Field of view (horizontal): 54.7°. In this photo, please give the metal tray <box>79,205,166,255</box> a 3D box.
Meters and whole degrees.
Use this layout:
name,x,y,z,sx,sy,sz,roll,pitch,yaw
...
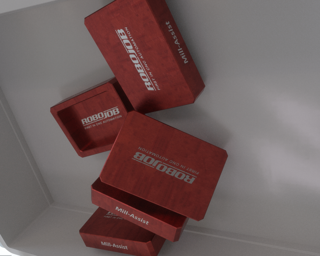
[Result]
name,x,y,z,sx,sy,sz,roll,pitch,yaw
metal tray,-0.048,0.148,0.483,0.130,0.090,0.030,-3,117,30

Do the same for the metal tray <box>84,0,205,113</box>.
name,x,y,z,sx,sy,sz,roll,pitch,yaw
metal tray,-0.016,-0.082,0.349,0.090,0.030,0.130,-10,119,40

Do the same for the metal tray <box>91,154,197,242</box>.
name,x,y,z,sx,sy,sz,roll,pitch,yaw
metal tray,-0.017,0.089,0.429,0.130,0.090,0.030,21,128,15

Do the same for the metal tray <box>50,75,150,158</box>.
name,x,y,z,sx,sy,sz,roll,pitch,yaw
metal tray,-0.087,-0.012,0.443,0.130,0.030,0.090,-16,110,34

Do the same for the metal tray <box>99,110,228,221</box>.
name,x,y,z,sx,sy,sz,roll,pitch,yaw
metal tray,0.005,0.045,0.374,0.131,0.090,0.030,24,171,-6
